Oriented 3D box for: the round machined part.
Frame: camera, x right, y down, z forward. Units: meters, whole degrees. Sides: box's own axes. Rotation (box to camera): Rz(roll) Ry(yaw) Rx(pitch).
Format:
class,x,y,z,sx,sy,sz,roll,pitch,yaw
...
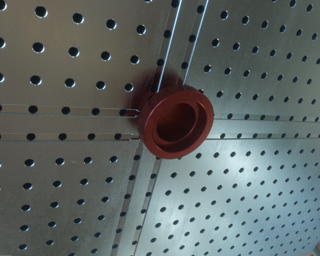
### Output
class,x,y,z,sx,sy,sz,roll,pitch,yaw
round machined part,0.017,-0.011,0.402,0.099,0.042,0.097,-14,124,-21
